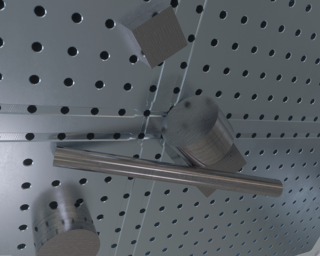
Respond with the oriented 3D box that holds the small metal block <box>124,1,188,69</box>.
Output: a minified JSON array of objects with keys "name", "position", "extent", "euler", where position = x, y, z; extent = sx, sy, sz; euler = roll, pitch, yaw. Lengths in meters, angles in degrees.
[{"name":"small metal block","position":[-0.004,-0.103,0.345],"extent":[0.050,0.025,0.050],"euler":[-35,129,-5]}]

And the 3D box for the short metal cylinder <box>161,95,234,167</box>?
[{"name":"short metal cylinder","position":[0.049,0.004,0.405],"extent":[0.080,0.080,0.050],"euler":[-42,130,1]}]

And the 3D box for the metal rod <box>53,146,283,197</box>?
[{"name":"metal rod","position":[0.021,0.059,0.401],"extent":[0.302,0.025,0.025],"euler":[10,114,-13]}]

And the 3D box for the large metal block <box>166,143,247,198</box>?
[{"name":"large metal block","position":[0.070,0.044,0.461],"extent":[0.080,0.050,0.080],"euler":[-41,130,0]}]

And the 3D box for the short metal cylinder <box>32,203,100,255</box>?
[{"name":"short metal cylinder","position":[-0.127,0.149,0.418],"extent":[0.081,0.050,0.079],"euler":[-14,124,-21]}]
